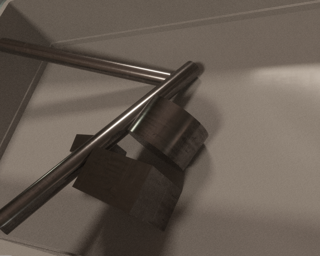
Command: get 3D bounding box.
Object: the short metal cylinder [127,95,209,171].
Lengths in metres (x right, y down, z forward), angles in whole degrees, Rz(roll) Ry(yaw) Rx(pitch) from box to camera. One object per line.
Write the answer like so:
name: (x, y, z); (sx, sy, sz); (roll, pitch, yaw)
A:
short metal cylinder: (0.009, 0.007, 0.361); (0.080, 0.080, 0.050); (30, 78, 37)

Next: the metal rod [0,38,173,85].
metal rod: (-0.124, -0.104, 0.482); (0.301, 0.025, 0.025); (15, 68, 16)

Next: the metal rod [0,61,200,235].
metal rod: (-0.058, 0.008, 0.373); (0.301, 0.025, 0.025); (-41, 49, -23)

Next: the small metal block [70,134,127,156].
small metal block: (-0.081, 0.032, 0.411); (0.050, 0.050, 0.025); (2, 63, 29)

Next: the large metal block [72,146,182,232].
large metal block: (-0.034, 0.068, 0.345); (0.080, 0.080, 0.050); (14, 69, 33)
